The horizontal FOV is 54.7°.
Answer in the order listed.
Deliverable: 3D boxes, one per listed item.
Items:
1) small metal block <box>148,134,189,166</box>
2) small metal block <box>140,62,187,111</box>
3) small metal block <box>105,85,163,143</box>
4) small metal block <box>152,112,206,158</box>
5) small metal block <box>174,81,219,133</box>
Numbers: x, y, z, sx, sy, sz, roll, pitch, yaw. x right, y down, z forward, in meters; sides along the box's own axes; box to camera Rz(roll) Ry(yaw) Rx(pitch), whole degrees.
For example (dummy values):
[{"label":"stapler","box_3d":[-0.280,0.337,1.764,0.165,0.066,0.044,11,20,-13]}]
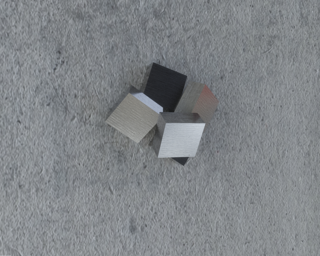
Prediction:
[{"label":"small metal block","box_3d":[0.020,0.016,0.419,0.050,0.025,0.050,34,79,-17]},{"label":"small metal block","box_3d":[0.003,-0.053,0.413,0.050,0.025,0.050,18,84,-20]},{"label":"small metal block","box_3d":[-0.032,-0.017,0.387,0.050,0.025,0.050,35,114,-18]},{"label":"small metal block","box_3d":[0.022,0.009,0.381,0.050,0.025,0.050,0,123,-20]},{"label":"small metal block","box_3d":[0.050,-0.028,0.418,0.050,0.025,0.050,38,75,-51]}]
